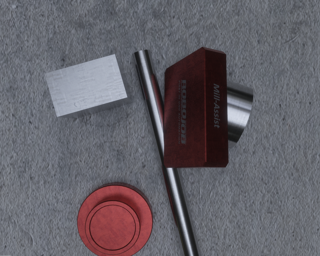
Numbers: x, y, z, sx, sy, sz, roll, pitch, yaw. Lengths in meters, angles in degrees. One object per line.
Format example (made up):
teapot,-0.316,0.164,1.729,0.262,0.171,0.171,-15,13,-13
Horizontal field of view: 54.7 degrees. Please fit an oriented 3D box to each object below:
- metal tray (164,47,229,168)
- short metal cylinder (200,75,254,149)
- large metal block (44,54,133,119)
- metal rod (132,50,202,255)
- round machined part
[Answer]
metal tray,0.039,-0.018,0.366,0.030,0.090,0.129,5,80,-27
short metal cylinder,0.075,-0.020,0.384,0.050,0.080,0.080,18,90,0
large metal block,-0.082,-0.047,0.381,0.080,0.080,0.050,-16,90,0
metal rod,0.011,0.045,0.410,0.025,0.025,0.298,-14,90,0
round machined part,-0.058,0.122,0.401,0.099,0.042,0.097,0,90,-1
